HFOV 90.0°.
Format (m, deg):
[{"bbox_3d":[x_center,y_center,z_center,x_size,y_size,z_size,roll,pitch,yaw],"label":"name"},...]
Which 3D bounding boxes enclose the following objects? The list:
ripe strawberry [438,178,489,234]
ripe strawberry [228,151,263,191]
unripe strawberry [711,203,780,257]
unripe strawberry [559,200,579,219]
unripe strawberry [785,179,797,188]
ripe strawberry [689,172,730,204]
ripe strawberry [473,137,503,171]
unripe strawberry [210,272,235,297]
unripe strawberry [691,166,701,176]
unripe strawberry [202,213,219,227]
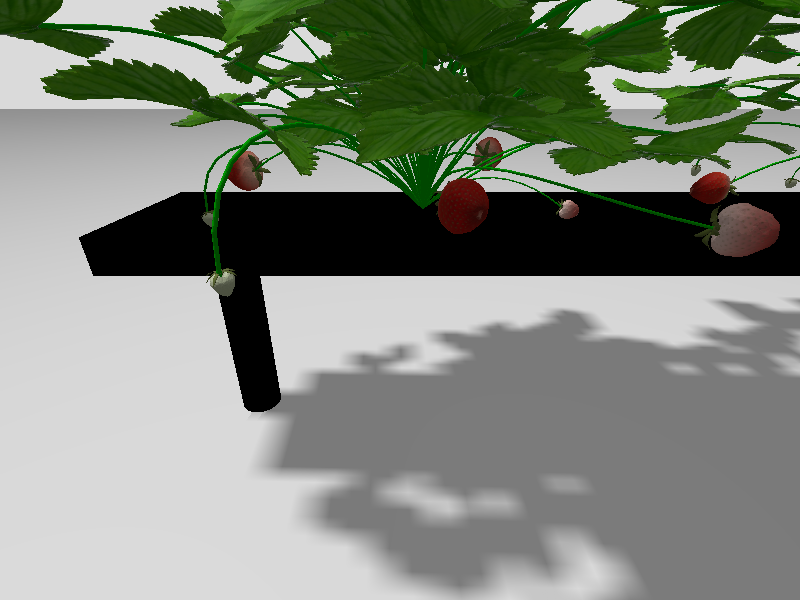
[{"bbox_3d":[0.047,-0.065,0.283,0.037,0.039,0.040,-10,29,-19],"label":"ripe strawberry"},{"bbox_3d":[-0.159,-0.131,0.409,0.037,0.038,0.034,0,25,24],"label":"ripe strawberry"},{"bbox_3d":[0.204,-0.040,0.237,0.031,0.032,0.029,17,32,29],"label":"unripe strawberry"},{"bbox_3d":[0.134,-0.071,0.315,0.014,0.015,0.013,21,31,9],"label":"unripe strawberry"},{"bbox_3d":[0.414,-0.123,0.424,0.009,0.010,0.010,-17,32,-30],"label":"unripe strawberry"},{"bbox_3d":[0.280,-0.101,0.363,0.030,0.029,0.027,-6,26,9],"label":"ripe strawberry"},{"bbox_3d":[0.115,-0.188,0.515,0.036,0.041,0.040,12,29,23],"label":"ripe strawberry"},{"bbox_3d":[-0.077,-0.007,0.176,0.010,0.011,0.011,13,30,24],"label":"unripe strawberry"},{"bbox_3d":[0.334,-0.146,0.453,0.010,0.011,0.011,22,34,36],"label":"unripe strawberry"},{"bbox_3d":[-0.140,-0.060,0.298,0.011,0.012,0.011,-9,29,-17],"label":"unripe strawberry"}]
